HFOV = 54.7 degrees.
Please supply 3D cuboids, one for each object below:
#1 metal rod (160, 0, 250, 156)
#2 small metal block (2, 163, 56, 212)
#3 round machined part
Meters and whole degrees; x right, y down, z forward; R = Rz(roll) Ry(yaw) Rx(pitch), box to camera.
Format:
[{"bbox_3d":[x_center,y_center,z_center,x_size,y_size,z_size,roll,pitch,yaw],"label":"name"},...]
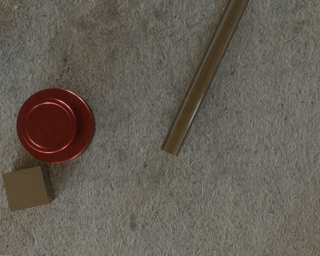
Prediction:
[{"bbox_3d":[0.075,-0.103,0.410,0.025,0.025,0.299,25,90,0],"label":"metal rod"},{"bbox_3d":[-0.172,0.078,0.409,0.050,0.025,0.050,-13,90,0],"label":"small metal block"},{"bbox_3d":[-0.137,-0.003,0.400,0.099,0.042,0.097,0,90,0],"label":"round machined part"}]
